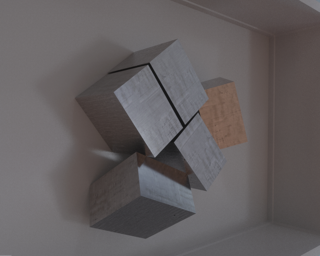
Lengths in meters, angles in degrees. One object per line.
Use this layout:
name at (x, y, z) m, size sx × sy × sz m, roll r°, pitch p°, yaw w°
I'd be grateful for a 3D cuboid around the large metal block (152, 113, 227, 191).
large metal block at (0.024, 0.028, 0.390) m, size 0.050 × 0.080 × 0.080 m, roll -49°, pitch 120°, yaw -29°

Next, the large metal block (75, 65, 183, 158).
large metal block at (-0.034, -0.017, 0.342) m, size 0.050 × 0.080 × 0.080 m, roll -45°, pitch 118°, yaw -31°

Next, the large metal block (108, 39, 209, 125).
large metal block at (-0.002, -0.050, 0.368) m, size 0.050 × 0.080 × 0.080 m, roll -46°, pitch 118°, yaw -30°

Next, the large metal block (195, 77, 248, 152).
large metal block at (0.076, -0.022, 0.427) m, size 0.050 × 0.080 × 0.080 m, roll -16°, pitch 103°, yaw 2°

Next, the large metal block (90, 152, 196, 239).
large metal block at (-0.021, 0.079, 0.345) m, size 0.080 × 0.080 × 0.050 m, roll 28°, pitch 38°, yaw -37°
